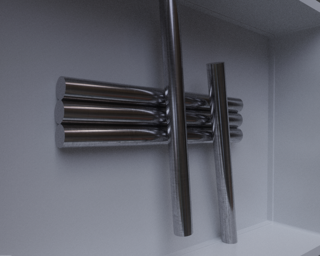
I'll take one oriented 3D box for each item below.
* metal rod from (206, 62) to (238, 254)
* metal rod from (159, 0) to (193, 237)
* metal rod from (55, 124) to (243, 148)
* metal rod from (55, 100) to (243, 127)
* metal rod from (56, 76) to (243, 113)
[{"bbox_3d":[0.095,0.054,0.461,0.025,0.025,0.298,-20,110,-38],"label":"metal rod"},{"bbox_3d":[0.021,-0.013,0.391,0.025,0.025,0.298,-7,94,-40],"label":"metal rod"},{"bbox_3d":[0.012,0.010,0.417,0.302,0.025,0.025,1,90,-40],"label":"metal rod"},{"bbox_3d":[0.012,-0.015,0.417,0.302,0.025,0.025,1,90,-40],"label":"metal rod"},{"bbox_3d":[0.013,-0.039,0.418,0.302,0.025,0.025,1,90,-40],"label":"metal rod"}]
